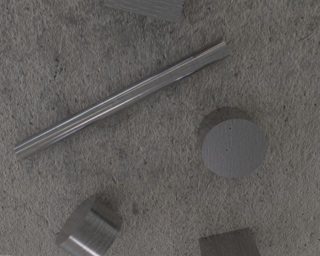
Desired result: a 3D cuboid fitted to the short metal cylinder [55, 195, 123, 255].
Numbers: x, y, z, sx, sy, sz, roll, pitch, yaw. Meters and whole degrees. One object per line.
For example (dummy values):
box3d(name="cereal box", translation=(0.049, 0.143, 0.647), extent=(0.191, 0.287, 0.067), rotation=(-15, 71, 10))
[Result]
box3d(name="short metal cylinder", translation=(-0.098, 0.141, 0.431), extent=(0.050, 0.080, 0.080), rotation=(43, 105, -14))

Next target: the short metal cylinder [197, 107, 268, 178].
box3d(name="short metal cylinder", translation=(0.092, 0.018, 0.404), extent=(0.081, 0.050, 0.079), rotation=(0, 110, 0))

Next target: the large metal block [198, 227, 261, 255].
box3d(name="large metal block", translation=(0.106, 0.201, 0.455), extent=(0.080, 0.080, 0.050), rotation=(-14, 110, 5))

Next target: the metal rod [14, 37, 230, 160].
box3d(name="metal rod", translation=(-0.054, -0.033, 0.396), extent=(0.301, 0.025, 0.025), rotation=(-26, 108, 9))

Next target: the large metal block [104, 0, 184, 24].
box3d(name="large metal block", translation=(-0.010, -0.164, 0.336), extent=(0.081, 0.050, 0.079), rotation=(12, 110, -5))
